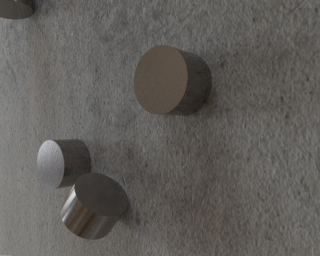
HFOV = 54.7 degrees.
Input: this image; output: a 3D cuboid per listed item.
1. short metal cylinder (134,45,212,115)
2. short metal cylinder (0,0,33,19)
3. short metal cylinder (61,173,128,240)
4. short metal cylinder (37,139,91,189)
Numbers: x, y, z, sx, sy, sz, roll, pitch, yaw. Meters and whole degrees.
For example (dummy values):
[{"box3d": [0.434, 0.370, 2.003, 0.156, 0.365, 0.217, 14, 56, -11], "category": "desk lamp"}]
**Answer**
[{"box3d": [0.015, -0.055, 0.375, 0.080, 0.050, 0.079, 0, 90, 39], "category": "short metal cylinder"}, {"box3d": [-0.294, -0.255, 0.608, 0.080, 0.081, 0.050, -10, 84, 39], "category": "short metal cylinder"}, {"box3d": [-0.094, 0.110, 0.444, 0.080, 0.081, 0.050, 48, 118, 29], "category": "short metal cylinder"}, {"box3d": [-0.161, 0.059, 0.519, 0.080, 0.050, 0.079, 0, 90, 39], "category": "short metal cylinder"}]
